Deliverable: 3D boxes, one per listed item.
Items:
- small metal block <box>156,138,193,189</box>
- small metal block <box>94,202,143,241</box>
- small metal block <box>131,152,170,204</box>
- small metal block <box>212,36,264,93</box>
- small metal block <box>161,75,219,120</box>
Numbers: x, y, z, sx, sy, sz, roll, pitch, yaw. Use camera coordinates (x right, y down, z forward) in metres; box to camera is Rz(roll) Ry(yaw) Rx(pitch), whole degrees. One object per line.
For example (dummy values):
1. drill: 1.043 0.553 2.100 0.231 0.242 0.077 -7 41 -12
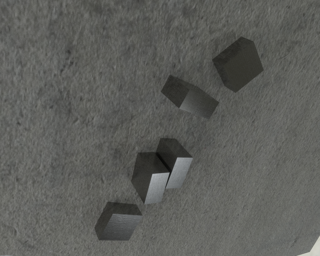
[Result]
1. small metal block: 0.015 0.048 0.431 0.025 0.050 0.050 4 116 -31
2. small metal block: -0.062 0.140 0.461 0.050 0.025 0.050 16 110 -35
3. small metal block: -0.015 0.068 0.426 0.025 0.050 0.050 0 118 -29
4. small metal block: 0.105 -0.084 0.414 0.050 0.025 0.050 -39 130 -2
5. small metal block: 0.037 -0.039 0.388 0.050 0.050 0.025 17 109 -35
